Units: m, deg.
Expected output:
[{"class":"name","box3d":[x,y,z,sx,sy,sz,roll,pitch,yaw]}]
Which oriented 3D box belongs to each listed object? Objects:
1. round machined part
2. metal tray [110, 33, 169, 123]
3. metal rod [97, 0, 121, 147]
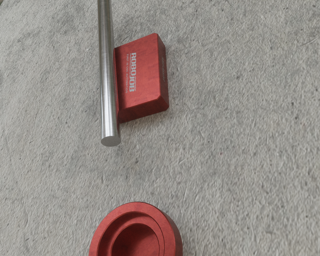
[{"class":"round machined part","box3d":[-0.022,0.131,0.324,0.098,0.042,0.098,-13,56,21]},{"class":"metal tray","box3d":[-0.036,-0.076,0.466,0.090,0.030,0.130,-15,55,19]},{"class":"metal rod","box3d":[-0.080,-0.105,0.471,0.025,0.025,0.299,-20,54,16]}]
